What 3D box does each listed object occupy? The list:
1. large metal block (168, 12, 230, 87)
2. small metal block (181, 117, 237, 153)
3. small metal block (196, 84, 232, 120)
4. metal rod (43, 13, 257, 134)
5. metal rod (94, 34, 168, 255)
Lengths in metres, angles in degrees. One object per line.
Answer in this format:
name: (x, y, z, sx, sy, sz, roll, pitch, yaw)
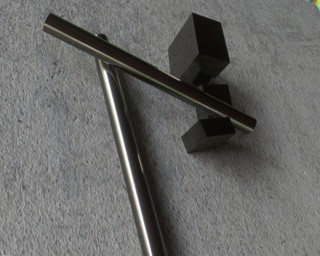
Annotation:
large metal block: (0.055, -0.110, 0.467, 0.050, 0.080, 0.080, 10, 57, -23)
small metal block: (0.065, 0.010, 0.419, 0.050, 0.050, 0.025, -6, 65, -31)
small metal block: (0.080, -0.038, 0.464, 0.050, 0.025, 0.050, -5, 81, -31)
metal rod: (-0.003, -0.066, 0.409, 0.301, 0.025, 0.025, 25, 53, -12)
metal rod: (-0.044, 0.008, 0.376, 0.025, 0.025, 0.299, -3, 63, -30)
